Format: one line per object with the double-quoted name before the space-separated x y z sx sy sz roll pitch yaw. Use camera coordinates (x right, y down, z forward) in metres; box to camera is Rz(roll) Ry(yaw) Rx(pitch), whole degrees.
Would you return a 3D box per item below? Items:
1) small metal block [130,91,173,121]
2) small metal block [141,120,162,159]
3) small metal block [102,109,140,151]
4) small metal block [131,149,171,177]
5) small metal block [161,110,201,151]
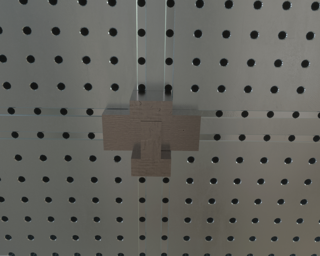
"small metal block" -0.011 -0.029 0.389 0.050 0.050 0.025 1 110 -1
"small metal block" -0.011 0.007 0.402 0.025 0.050 0.050 1 110 -1
"small metal block" -0.049 0.002 0.413 0.050 0.025 0.050 0 110 -1
"small metal block" -0.011 0.042 0.415 0.050 0.050 0.025 1 110 -1
"small metal block" 0.027 0.003 0.414 0.050 0.025 0.050 1 110 -1
